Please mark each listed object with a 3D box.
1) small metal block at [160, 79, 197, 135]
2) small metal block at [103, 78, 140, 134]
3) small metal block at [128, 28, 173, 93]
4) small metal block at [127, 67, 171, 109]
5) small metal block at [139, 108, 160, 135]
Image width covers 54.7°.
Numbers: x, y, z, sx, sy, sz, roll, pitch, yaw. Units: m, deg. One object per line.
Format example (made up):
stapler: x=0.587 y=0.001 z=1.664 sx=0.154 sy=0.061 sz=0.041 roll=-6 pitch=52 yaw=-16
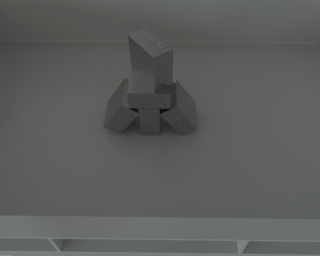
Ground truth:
small metal block: x=0.024 y=-0.027 z=0.406 sx=0.025 sy=0.050 sz=0.050 roll=-23 pitch=44 yaw=26
small metal block: x=-0.049 y=-0.028 z=0.406 sx=0.025 sy=0.050 sz=0.050 roll=24 pitch=45 yaw=-25
small metal block: x=-0.010 y=-0.077 z=0.353 sx=0.025 sy=0.050 sz=0.050 roll=-29 pitch=56 yaw=-21
small metal block: x=-0.012 y=-0.050 z=0.379 sx=0.050 sy=0.025 sz=0.050 roll=1 pitch=50 yaw=0
small metal block: x=-0.013 y=-0.026 z=0.408 sx=0.025 sy=0.050 sz=0.050 roll=1 pitch=50 yaw=1
